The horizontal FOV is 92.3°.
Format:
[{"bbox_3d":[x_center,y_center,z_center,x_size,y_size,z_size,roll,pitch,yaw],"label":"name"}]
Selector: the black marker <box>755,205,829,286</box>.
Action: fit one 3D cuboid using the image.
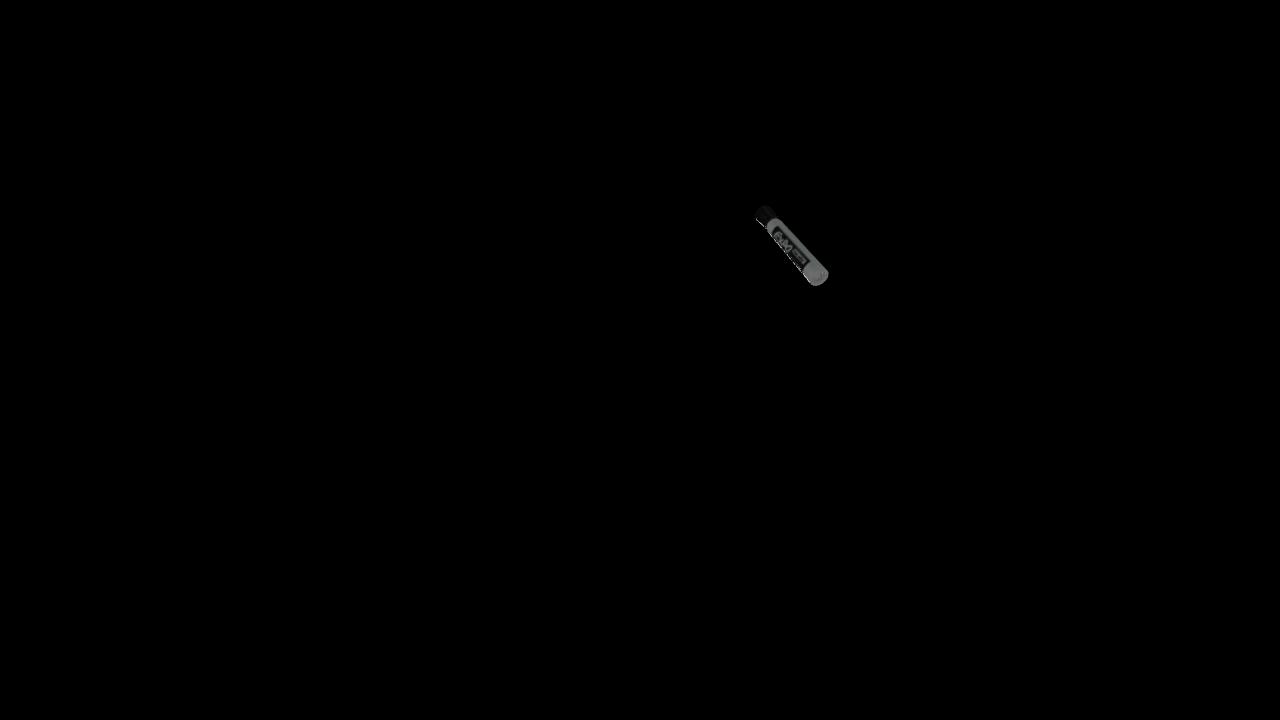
[{"bbox_3d":[0.145,-0.115,0.601,0.020,0.020,0.121,0,42,-25],"label":"black marker"}]
